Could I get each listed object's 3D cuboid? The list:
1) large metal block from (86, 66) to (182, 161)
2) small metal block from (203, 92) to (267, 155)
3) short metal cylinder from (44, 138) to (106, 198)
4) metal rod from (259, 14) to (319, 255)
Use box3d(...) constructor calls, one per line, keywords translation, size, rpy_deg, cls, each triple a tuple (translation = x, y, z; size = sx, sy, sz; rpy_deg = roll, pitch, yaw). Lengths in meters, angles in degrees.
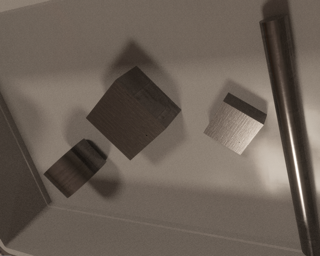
box3d(translation=(-0.034, -0.018, 0.398), size=(0.080, 0.050, 0.080), rpy_deg=(45, 129, -3), cls="large metal block")
box3d(translation=(0.087, -0.005, 0.360), size=(0.050, 0.025, 0.050), rpy_deg=(32, 128, 7), cls="small metal block")
box3d(translation=(-0.130, 0.061, 0.477), size=(0.050, 0.080, 0.080), rpy_deg=(48, 129, -5), cls="short metal cylinder")
box3d(translation=(0.152, 0.028, 0.345), size=(0.025, 0.025, 0.298), rpy_deg=(-6, 116, 30), cls="metal rod")
